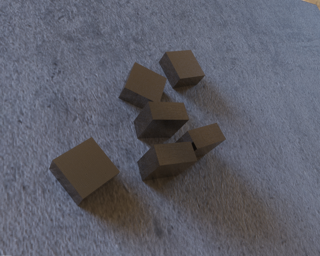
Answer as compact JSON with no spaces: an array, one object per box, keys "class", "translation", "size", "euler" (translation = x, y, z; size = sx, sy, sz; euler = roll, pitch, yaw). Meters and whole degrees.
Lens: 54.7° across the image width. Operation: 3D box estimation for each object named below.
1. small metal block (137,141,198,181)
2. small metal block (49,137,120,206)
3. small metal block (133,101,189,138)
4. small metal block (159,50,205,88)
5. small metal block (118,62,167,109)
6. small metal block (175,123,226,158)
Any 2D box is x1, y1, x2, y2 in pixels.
[{"class":"small metal block","translation":[0.008,0.040,0.369],"size":[0.050,0.050,0.025],"euler":[-3,64,-30]},{"class":"small metal block","translation":[-0.081,0.046,0.333],"size":[0.050,0.025,0.050],"euler":[-35,82,-39]},{"class":"small metal block","translation":[0.001,-0.009,0.395],"size":[0.050,0.050,0.025],"euler":[0,62,-29]},{"class":"small metal block","translation":[0.034,-0.092,0.480],"size":[0.050,0.025,0.050],"euler":[-14,69,-34]},{"class":"small metal block","translation":[-0.023,-0.055,0.427],"size":[0.050,0.025,0.050],"euler":[25,53,-13]},{"class":"small metal block","translation":[0.048,0.021,0.403],"size":[0.050,0.050,0.025],"euler":[-14,70,-34]}]
